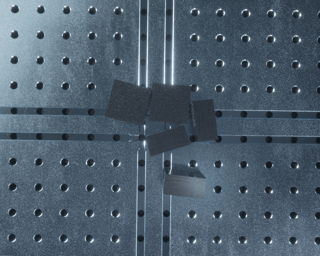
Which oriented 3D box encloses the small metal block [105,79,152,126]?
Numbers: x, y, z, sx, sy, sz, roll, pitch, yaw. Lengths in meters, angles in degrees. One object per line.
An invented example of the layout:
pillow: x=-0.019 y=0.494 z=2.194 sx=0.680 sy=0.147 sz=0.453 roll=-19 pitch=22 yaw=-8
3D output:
small metal block: x=-0.041 y=-0.033 z=0.413 sx=0.050 sy=0.025 sz=0.050 roll=14 pitch=90 yaw=-1

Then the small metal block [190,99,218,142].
small metal block: x=0.055 y=-0.009 z=0.402 sx=0.025 sy=0.050 sz=0.050 roll=-7 pitch=90 yaw=0

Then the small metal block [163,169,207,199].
small metal block: x=0.030 y=0.071 z=0.401 sx=0.050 sy=0.050 sz=0.025 roll=7 pitch=90 yaw=-1

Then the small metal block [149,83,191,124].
small metal block: x=0.013 y=-0.032 z=0.414 sx=0.050 sy=0.025 sz=0.050 roll=5 pitch=90 yaw=-1

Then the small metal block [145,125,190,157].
small metal block: x=0.009 y=0.015 z=0.401 sx=0.050 sy=0.050 sz=0.025 roll=-17 pitch=90 yaw=0
